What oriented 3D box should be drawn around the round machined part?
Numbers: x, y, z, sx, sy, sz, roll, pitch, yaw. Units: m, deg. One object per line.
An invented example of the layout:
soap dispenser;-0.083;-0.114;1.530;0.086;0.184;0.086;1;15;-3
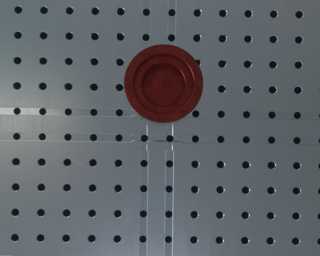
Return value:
round machined part;0.005;-0.056;0.405;0.099;0.042;0.097;0;90;0
